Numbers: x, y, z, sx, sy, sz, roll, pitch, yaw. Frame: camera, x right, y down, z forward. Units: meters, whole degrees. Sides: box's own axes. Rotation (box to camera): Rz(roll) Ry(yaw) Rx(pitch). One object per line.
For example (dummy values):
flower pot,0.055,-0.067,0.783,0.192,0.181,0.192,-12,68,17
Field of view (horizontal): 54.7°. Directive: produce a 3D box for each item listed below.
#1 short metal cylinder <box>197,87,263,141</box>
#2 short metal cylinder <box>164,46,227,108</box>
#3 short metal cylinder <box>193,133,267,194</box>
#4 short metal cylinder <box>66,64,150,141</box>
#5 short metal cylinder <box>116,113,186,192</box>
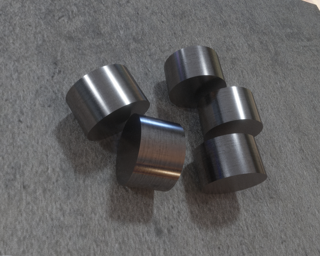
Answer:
short metal cylinder,0.096,-0.014,0.431,0.081,0.080,0.050,6,59,-26
short metal cylinder,0.049,-0.070,0.440,0.081,0.080,0.050,5,60,-26
short metal cylinder,0.087,0.047,0.389,0.081,0.080,0.050,4,60,-26
short metal cylinder,-0.059,-0.028,0.355,0.081,0.080,0.050,-23,75,-37
short metal cylinder,-0.013,0.028,0.346,0.050,0.080,0.080,13,56,-22
